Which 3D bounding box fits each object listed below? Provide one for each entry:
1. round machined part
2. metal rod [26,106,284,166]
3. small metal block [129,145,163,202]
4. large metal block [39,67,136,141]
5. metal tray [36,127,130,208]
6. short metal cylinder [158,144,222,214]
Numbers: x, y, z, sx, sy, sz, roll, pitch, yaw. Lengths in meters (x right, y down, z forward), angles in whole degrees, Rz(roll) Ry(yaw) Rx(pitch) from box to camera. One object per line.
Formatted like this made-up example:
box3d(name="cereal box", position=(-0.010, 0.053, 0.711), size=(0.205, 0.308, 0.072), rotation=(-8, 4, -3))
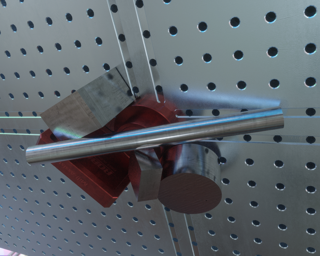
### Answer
box3d(name="round machined part", position=(-0.021, 0.013, 0.421), size=(0.098, 0.042, 0.097), rotation=(13, 124, 20))
box3d(name="metal rod", position=(-0.015, 0.012, 0.363), size=(0.301, 0.025, 0.025), rotation=(-9, 115, 10))
box3d(name="small metal block", position=(-0.020, 0.053, 0.380), size=(0.025, 0.050, 0.050), rotation=(-4, 125, -19))
box3d(name="large metal block", position=(-0.092, -0.028, 0.403), size=(0.080, 0.080, 0.050), rotation=(-23, 106, 36))
box3d(name="metal tray", position=(-0.095, 0.038, 0.440), size=(0.130, 0.090, 0.030), rotation=(40, 129, 1))
box3d(name="short metal cylinder", position=(0.038, 0.066, 0.399), size=(0.080, 0.050, 0.079), rotation=(4, 130, 5))
